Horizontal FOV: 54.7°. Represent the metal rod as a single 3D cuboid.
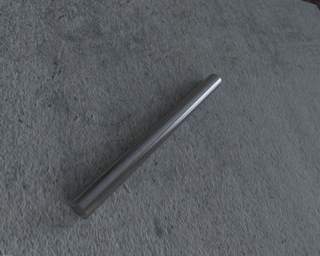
[{"bbox_3d":[0.003,0.003,0.407,0.025,0.025,0.302,45,51,2],"label":"metal rod"}]
